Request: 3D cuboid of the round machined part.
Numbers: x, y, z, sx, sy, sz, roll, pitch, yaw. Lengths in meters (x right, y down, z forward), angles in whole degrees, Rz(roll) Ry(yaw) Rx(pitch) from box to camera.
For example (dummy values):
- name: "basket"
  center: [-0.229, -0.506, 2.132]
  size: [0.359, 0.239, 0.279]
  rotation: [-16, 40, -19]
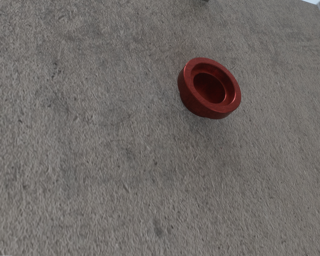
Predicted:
- name: "round machined part"
  center: [0.069, -0.055, 0.466]
  size: [0.099, 0.042, 0.098]
  rotation: [14, 56, -21]
